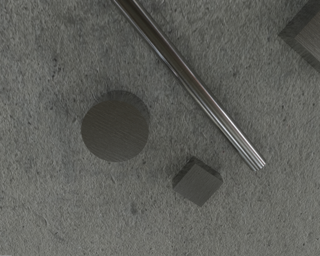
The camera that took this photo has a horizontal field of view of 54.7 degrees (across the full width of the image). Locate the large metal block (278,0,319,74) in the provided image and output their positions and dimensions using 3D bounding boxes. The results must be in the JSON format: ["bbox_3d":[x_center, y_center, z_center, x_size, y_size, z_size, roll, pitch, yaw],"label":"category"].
[{"bbox_3d":[0.202,-0.112,0.358,0.080,0.050,0.080,36,106,-13],"label":"large metal block"}]

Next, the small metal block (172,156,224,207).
[{"bbox_3d":[0.053,0.076,0.439,0.050,0.025,0.050,34,106,-12],"label":"small metal block"}]

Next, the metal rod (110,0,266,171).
[{"bbox_3d":[0.040,-0.057,0.389,0.025,0.025,0.300,-38,106,12],"label":"metal rod"}]

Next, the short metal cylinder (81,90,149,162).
[{"bbox_3d":[-0.054,-0.003,0.394,0.081,0.050,0.079,0,110,-1],"label":"short metal cylinder"}]
